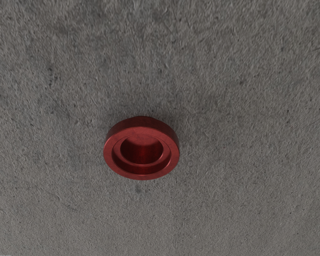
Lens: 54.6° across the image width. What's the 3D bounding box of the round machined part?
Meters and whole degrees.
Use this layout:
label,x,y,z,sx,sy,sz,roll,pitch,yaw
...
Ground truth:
label,x,y,z,sx,sy,sz,roll,pitch,yaw
round machined part,-0.024,0.023,0.415,0.099,0.042,0.097,0,130,0
